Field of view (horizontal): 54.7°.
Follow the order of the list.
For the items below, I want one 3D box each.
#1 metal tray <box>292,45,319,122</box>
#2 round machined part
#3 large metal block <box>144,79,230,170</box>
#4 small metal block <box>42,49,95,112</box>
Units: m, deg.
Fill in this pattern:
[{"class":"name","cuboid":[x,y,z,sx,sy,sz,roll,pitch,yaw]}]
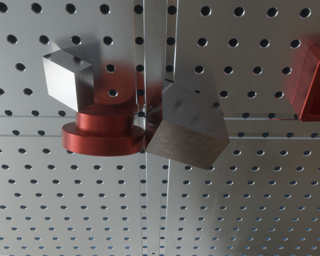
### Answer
[{"class":"metal tray","cuboid":[0.236,-0.052,0.367,0.131,0.030,0.089,-1,130,0]},{"class":"round machined part","cuboid":[-0.066,0.000,0.372,0.099,0.098,0.042,4,101,-4]},{"class":"large metal block","cuboid":[0.029,-0.005,0.372,0.081,0.080,0.050,18,128,-15]},{"class":"small metal block","cuboid":[-0.102,-0.053,0.348,0.050,0.025,0.050,29,135,24]}]
